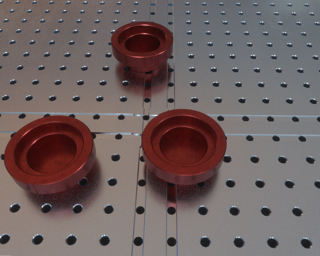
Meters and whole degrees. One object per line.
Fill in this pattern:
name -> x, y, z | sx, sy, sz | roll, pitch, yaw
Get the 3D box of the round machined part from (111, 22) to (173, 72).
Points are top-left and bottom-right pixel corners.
round machined part -> -0.028, -0.128, 0.505 | 0.099, 0.042, 0.098 | 0, 50, 0

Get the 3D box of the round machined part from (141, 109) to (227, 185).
round machined part -> 0.028, 0.026, 0.375 | 0.099, 0.042, 0.098 | 0, 50, 0

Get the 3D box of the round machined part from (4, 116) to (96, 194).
round machined part -> -0.125, 0.035, 0.367 | 0.099, 0.042, 0.098 | 0, 50, 0
